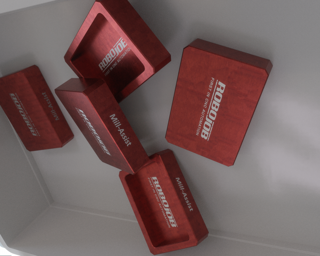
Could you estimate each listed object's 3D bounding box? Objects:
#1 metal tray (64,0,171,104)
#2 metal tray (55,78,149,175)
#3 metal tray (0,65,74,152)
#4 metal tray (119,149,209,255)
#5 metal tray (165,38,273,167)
[{"bbox_3d":[-0.055,-0.081,0.360,0.090,0.030,0.130,51,146,-8],"label":"metal tray"},{"bbox_3d":[-0.076,-0.003,0.410,0.090,0.030,0.130,11,136,49],"label":"metal tray"},{"bbox_3d":[-0.205,-0.027,0.497,0.090,0.030,0.129,-8,114,32],"label":"metal tray"},{"bbox_3d":[0.002,0.105,0.439,0.090,0.030,0.130,-31,79,37],"label":"metal tray"},{"bbox_3d":[0.062,-0.026,0.357,0.090,0.030,0.129,22,127,15],"label":"metal tray"}]
